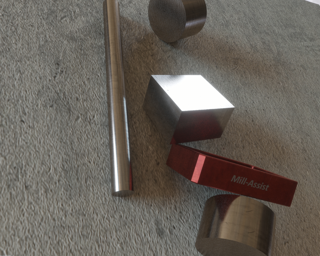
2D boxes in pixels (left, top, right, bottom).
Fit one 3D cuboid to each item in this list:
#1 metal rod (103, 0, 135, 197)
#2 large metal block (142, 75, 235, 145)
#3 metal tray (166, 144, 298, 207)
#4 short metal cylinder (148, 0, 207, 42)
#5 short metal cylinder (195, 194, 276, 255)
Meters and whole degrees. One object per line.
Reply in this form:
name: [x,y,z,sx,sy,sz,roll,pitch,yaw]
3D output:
metal rod: [-0.058,-0.059,0.408,0.025,0.025,0.299,7,59,-25]
large metal block: [0.035,-0.027,0.405,0.081,0.050,0.080,-6,41,-31]
metal tray: [0.083,0.054,0.373,0.131,0.090,0.030,17,90,-19]
short metal cylinder: [0.027,-0.183,0.494,0.050,0.080,0.080,-29,78,-37]
short metal cylinder: [0.084,0.116,0.343,0.080,0.080,0.050,30,52,-10]
